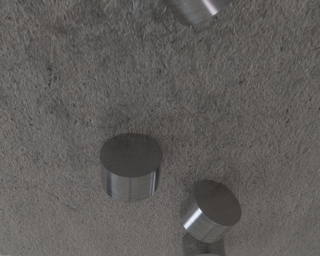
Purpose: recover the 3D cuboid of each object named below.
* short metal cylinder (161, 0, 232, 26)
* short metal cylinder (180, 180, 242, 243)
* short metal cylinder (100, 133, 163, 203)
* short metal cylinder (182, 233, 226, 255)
[{"bbox_3d":[0.033,-0.133,0.258,0.080,0.080,0.050,-32,123,24],"label":"short metal cylinder"},{"bbox_3d":[0.078,0.128,0.481,0.081,0.080,0.050,18,128,-15],"label":"short metal cylinder"},{"bbox_3d":[-0.039,0.052,0.415,0.081,0.080,0.050,4,130,-3],"label":"short metal cylinder"},{"bbox_3d":[0.084,0.237,0.593,0.081,0.050,0.079,0,130,0],"label":"short metal cylinder"}]
